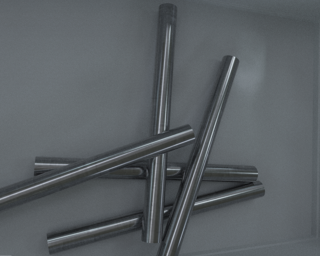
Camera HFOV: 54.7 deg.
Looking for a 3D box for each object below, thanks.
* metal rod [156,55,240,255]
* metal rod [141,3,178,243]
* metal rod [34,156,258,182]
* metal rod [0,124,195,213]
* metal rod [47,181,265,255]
[{"bbox_3d":[0.053,0.037,0.409,0.025,0.025,0.299,26,73,-19],"label":"metal rod"},{"bbox_3d":[0.000,-0.012,0.392,0.025,0.025,0.298,7,81,-20],"label":"metal rod"},{"bbox_3d":[-0.003,0.057,0.409,0.302,0.025,0.025,5,89,-20],"label":"metal rod"},{"bbox_3d":[-0.101,0.054,0.345,0.302,0.025,0.025,-19,97,-14],"label":"metal rod"},{"bbox_3d":[0.010,0.114,0.414,0.303,0.025,0.025,-9,93,-20],"label":"metal rod"}]
